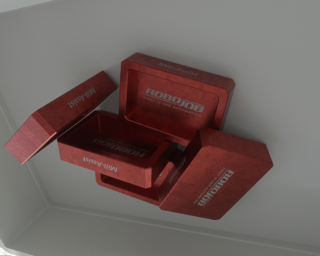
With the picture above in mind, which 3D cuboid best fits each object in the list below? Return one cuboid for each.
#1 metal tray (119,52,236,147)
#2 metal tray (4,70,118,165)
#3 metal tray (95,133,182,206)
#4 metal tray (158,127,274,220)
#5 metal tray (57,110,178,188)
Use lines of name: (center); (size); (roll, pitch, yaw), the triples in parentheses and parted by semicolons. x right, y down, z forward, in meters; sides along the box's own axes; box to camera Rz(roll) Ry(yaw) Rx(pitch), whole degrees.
metal tray: (0.015, -0.030, 0.375); (0.130, 0.030, 0.089); (19, 126, 16)
metal tray: (-0.119, -0.016, 0.388); (0.090, 0.131, 0.030); (-33, 100, 38)
metal tray: (-0.034, 0.060, 0.455); (0.130, 0.030, 0.089); (15, 125, 19)
metal tray: (0.063, 0.062, 0.382); (0.091, 0.030, 0.129); (15, 131, -17)
metal tray: (-0.053, 0.022, 0.403); (0.130, 0.090, 0.030); (15, 124, 19)
